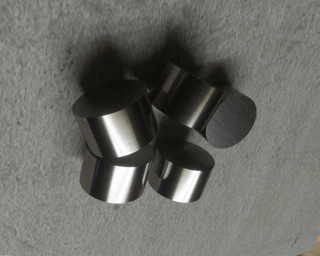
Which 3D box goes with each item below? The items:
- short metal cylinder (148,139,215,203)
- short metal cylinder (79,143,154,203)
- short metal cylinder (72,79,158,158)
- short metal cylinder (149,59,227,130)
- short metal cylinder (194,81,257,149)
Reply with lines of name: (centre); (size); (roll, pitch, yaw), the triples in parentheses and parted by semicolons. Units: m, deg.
short metal cylinder: (0.028, 0.056, 0.423); (0.081, 0.080, 0.050); (3, 117, -30)
short metal cylinder: (-0.052, 0.044, 0.372); (0.081, 0.080, 0.050); (1, 118, -29)
short metal cylinder: (-0.047, -0.012, 0.336); (0.081, 0.080, 0.050); (-25, 122, -14)
short metal cylinder: (0.030, -0.040, 0.365); (0.080, 0.080, 0.050); (19, 108, -36)
short metal cylinder: (0.084, -0.018, 0.428); (0.081, 0.050, 0.079); (-14, 125, -21)
